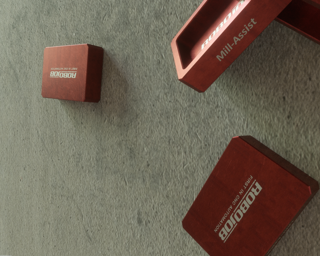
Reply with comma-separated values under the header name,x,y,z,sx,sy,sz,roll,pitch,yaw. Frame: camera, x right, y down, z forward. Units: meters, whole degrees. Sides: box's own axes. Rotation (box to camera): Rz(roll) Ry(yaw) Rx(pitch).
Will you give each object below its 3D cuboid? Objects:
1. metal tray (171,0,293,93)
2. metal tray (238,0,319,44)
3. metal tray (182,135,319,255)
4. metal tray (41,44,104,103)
name,x,y,z,sx,sy,sz,roll,pitch,yaw
metal tray,0.066,-0.110,0.318,0.129,0.030,0.090,-47,30,30
metal tray,0.107,-0.115,0.257,0.130,0.090,0.030,40,104,22
metal tray,0.089,0.084,0.329,0.090,0.030,0.129,40,114,32
metal tray,-0.152,-0.092,0.528,0.130,0.030,0.089,9,96,39
